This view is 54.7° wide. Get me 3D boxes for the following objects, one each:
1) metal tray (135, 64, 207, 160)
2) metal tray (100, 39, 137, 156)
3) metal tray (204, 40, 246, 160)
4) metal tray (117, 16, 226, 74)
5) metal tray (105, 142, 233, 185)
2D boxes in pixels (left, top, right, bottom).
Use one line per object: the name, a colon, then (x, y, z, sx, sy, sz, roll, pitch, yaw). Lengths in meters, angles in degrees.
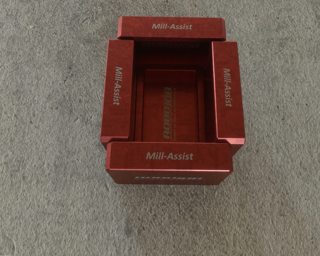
metal tray: (0.014, -0.022, 0.415, 0.091, 0.030, 0.130, 1, 70, 0)
metal tray: (-0.047, -0.032, 0.385, 0.030, 0.090, 0.130, 1, 70, 0)
metal tray: (0.075, -0.031, 0.386, 0.030, 0.090, 0.130, 1, 70, 0)
metal tray: (0.014, -0.107, 0.413, 0.131, 0.090, 0.030, 1, 70, 0)
metal tray: (0.010, 0.044, 0.358, 0.131, 0.090, 0.030, 1, 70, 0)
